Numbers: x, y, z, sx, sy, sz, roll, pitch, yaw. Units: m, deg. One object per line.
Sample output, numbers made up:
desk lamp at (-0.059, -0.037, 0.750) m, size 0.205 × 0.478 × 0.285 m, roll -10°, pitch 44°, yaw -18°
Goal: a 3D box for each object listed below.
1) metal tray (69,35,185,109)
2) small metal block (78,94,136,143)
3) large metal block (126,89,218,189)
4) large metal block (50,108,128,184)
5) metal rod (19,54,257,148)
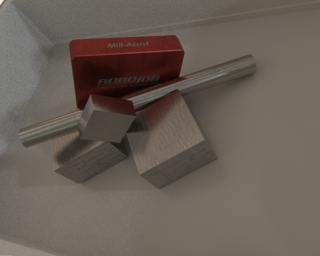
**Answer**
metal tray at (-0.042, -0.068, 0.390) m, size 0.131 × 0.089 × 0.030 m, roll -7°, pitch 54°, yaw -14°
small metal block at (-0.063, -0.010, 0.363) m, size 0.050 × 0.050 × 0.025 m, roll -55°, pitch 40°, yaw 38°
large metal block at (0.010, 0.014, 0.373) m, size 0.080 × 0.050 × 0.080 m, roll -29°, pitch 52°, yaw 9°
large metal block at (-0.101, 0.017, 0.426) m, size 0.080 × 0.050 × 0.080 m, roll -29°, pitch 52°, yaw 9°
metal rod at (-0.026, -0.035, 0.390) m, size 0.302 × 0.025 × 0.025 m, roll -18°, pitch 53°, yaw -2°
